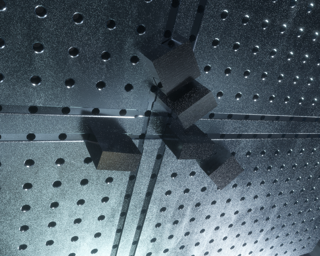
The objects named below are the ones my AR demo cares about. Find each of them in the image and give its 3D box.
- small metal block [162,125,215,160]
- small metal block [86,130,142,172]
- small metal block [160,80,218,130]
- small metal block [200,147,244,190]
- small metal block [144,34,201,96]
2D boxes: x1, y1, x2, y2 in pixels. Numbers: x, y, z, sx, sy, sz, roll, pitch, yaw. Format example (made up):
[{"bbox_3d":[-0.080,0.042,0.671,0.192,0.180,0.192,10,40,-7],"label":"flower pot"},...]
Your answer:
[{"bbox_3d":[0.039,0.019,0.427,0.050,0.050,0.025,2,118,-29],"label":"small metal block"},{"bbox_3d":[-0.057,0.028,0.380,0.050,0.050,0.025,9,114,-32],"label":"small metal block"},{"bbox_3d":[0.036,-0.033,0.394,0.050,0.050,0.025,-36,129,-4],"label":"small metal block"},{"bbox_3d":[0.102,0.067,0.507,0.050,0.025,0.050,-42,129,0],"label":"small metal block"},{"bbox_3d":[0.016,-0.075,0.373,0.050,0.025,0.050,-32,129,-8],"label":"small metal block"}]
